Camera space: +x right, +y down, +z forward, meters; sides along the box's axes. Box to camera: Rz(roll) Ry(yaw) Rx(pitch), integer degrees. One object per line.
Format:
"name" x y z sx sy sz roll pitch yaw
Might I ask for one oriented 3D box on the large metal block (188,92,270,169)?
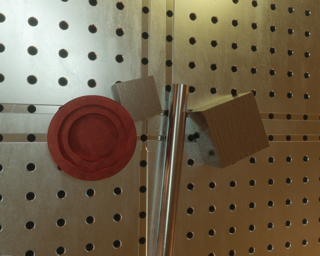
"large metal block" 0.095 0.002 0.434 0.081 0.050 0.080 -22 97 -19

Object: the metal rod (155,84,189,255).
"metal rod" 0.013 0.090 0.417 0.025 0.025 0.298 6 88 -20

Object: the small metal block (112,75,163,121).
"small metal block" -0.030 -0.037 0.402 0.050 0.025 0.050 -16 96 -20

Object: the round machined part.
"round machined part" -0.079 0.010 0.369 0.099 0.042 0.097 -1 94 -12
